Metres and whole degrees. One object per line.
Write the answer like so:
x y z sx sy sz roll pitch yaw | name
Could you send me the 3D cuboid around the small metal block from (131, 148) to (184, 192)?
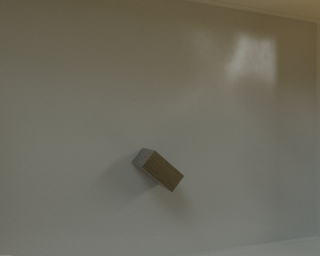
-0.004 0.052 0.396 0.050 0.050 0.025 42 77 -15 | small metal block
